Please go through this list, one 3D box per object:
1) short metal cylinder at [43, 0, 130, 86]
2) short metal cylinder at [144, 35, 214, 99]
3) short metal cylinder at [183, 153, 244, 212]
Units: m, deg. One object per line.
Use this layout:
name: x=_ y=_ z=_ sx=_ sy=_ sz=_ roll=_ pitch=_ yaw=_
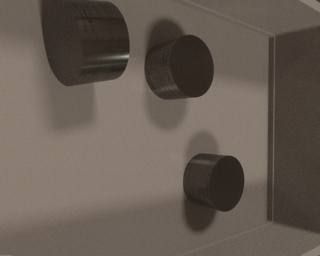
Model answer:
short metal cylinder: x=-0.075 y=-0.085 z=0.309 sx=0.050 sy=0.080 sz=0.079 roll=-17 pitch=101 yaw=-39
short metal cylinder: x=0.026 y=-0.079 z=0.414 sx=0.081 sy=0.050 sz=0.079 roll=0 pitch=90 yaw=-40
short metal cylinder: x=0.081 y=0.079 z=0.461 sx=0.081 sy=0.050 sz=0.079 roll=0 pitch=90 yaw=-40
